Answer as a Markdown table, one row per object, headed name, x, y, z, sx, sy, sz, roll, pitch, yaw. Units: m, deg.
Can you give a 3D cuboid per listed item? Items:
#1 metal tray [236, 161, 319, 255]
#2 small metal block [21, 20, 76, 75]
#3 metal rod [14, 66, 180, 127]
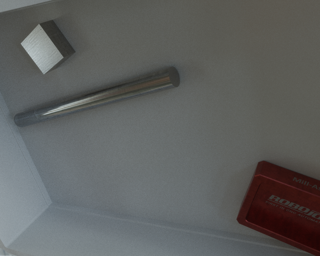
| name | x | y | z | sx | sy | sz | roll | pitch | yaw |
| --- | --- | --- | --- | --- | --- | --- | --- | --- | --- |
| metal tray | 0.170 | 0.103 | 0.378 | 0.130 | 0.030 | 0.089 | 20 | 126 | 16 |
| small metal block | -0.151 | -0.109 | 0.419 | 0.050 | 0.025 | 0.050 | -25 | 105 | 36 |
| metal rod | -0.108 | -0.037 | 0.440 | 0.300 | 0.025 | 0.025 | -11 | 113 | 32 |
